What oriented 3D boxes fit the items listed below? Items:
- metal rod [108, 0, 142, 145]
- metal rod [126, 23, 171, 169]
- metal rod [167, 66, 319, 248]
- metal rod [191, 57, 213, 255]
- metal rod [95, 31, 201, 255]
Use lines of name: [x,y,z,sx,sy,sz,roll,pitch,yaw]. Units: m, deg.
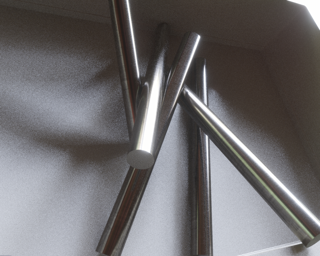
metal rod: [-0.045,-0.124,0.368,0.025,0.025,0.298,-12,97,-33]
metal rod: [-0.006,-0.066,0.393,0.025,0.025,0.300,24,37,-14]
metal rod: [0.068,0.005,0.366,0.025,0.025,0.300,-6,41,-31]
metal rod: [0.056,0.018,0.426,0.025,0.025,0.300,17,55,-19]
metal rod: [-0.003,-0.001,0.369,0.025,0.025,0.300,27,63,-12]
